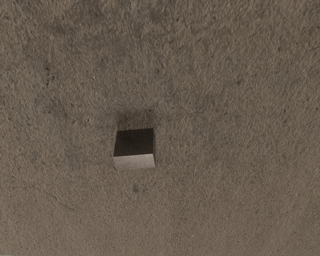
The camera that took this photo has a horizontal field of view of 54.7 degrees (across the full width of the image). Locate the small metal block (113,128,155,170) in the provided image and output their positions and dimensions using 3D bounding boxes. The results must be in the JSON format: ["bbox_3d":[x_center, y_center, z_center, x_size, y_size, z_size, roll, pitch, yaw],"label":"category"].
[{"bbox_3d":[-0.033,0.028,0.414,0.050,0.050,0.025,-5,130,3],"label":"small metal block"}]
